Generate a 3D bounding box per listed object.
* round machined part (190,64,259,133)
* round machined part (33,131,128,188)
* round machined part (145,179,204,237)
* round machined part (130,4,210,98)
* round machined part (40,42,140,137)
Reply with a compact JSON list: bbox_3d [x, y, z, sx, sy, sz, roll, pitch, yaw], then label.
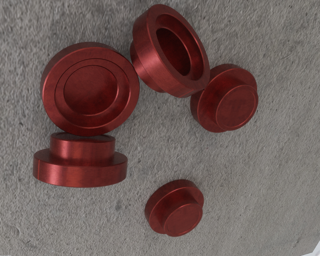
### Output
[{"bbox_3d":[0.095,-0.035,0.425,0.099,0.042,0.097,-14,124,-21],"label":"round machined part"},{"bbox_3d":[-0.084,0.029,0.336,0.099,0.098,0.042,2,97,-30],"label":"round machined part"},{"bbox_3d":[0.029,0.134,0.494,0.099,0.042,0.097,-14,124,-21],"label":"round machined part"},{"bbox_3d":[0.007,-0.076,0.329,0.042,0.098,0.098,-25,140,37],"label":"round machined part"},{"bbox_3d":[-0.075,-0.043,0.328,0.099,0.042,0.097,-14,124,-21],"label":"round machined part"}]
